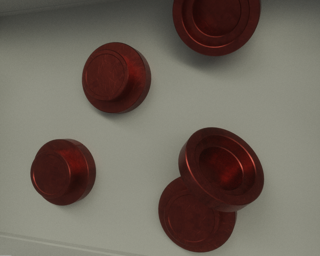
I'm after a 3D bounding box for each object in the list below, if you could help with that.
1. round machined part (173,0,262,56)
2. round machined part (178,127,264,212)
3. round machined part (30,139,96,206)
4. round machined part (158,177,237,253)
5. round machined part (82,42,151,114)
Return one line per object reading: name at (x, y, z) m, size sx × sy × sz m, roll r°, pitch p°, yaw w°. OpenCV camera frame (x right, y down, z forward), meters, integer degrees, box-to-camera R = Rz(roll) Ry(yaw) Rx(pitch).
round machined part at (0.068, -0.138, 0.364) m, size 0.098 × 0.042 × 0.097 m, roll 9°, pitch 120°, yaw 17°
round machined part at (0.066, 0.050, 0.359) m, size 0.098 × 0.099 × 0.042 m, roll 47°, pitch 140°, yaw 13°
round machined part at (-0.147, 0.065, 0.452) m, size 0.098 × 0.042 × 0.097 m, roll 0°, pitch 90°, yaw 19°
round machined part at (0.044, 0.107, 0.386) m, size 0.098 × 0.042 × 0.097 m, roll 0°, pitch 90°, yaw 19°
round machined part at (-0.065, -0.069, 0.423) m, size 0.098 × 0.042 × 0.097 m, roll 0°, pitch 90°, yaw 19°
